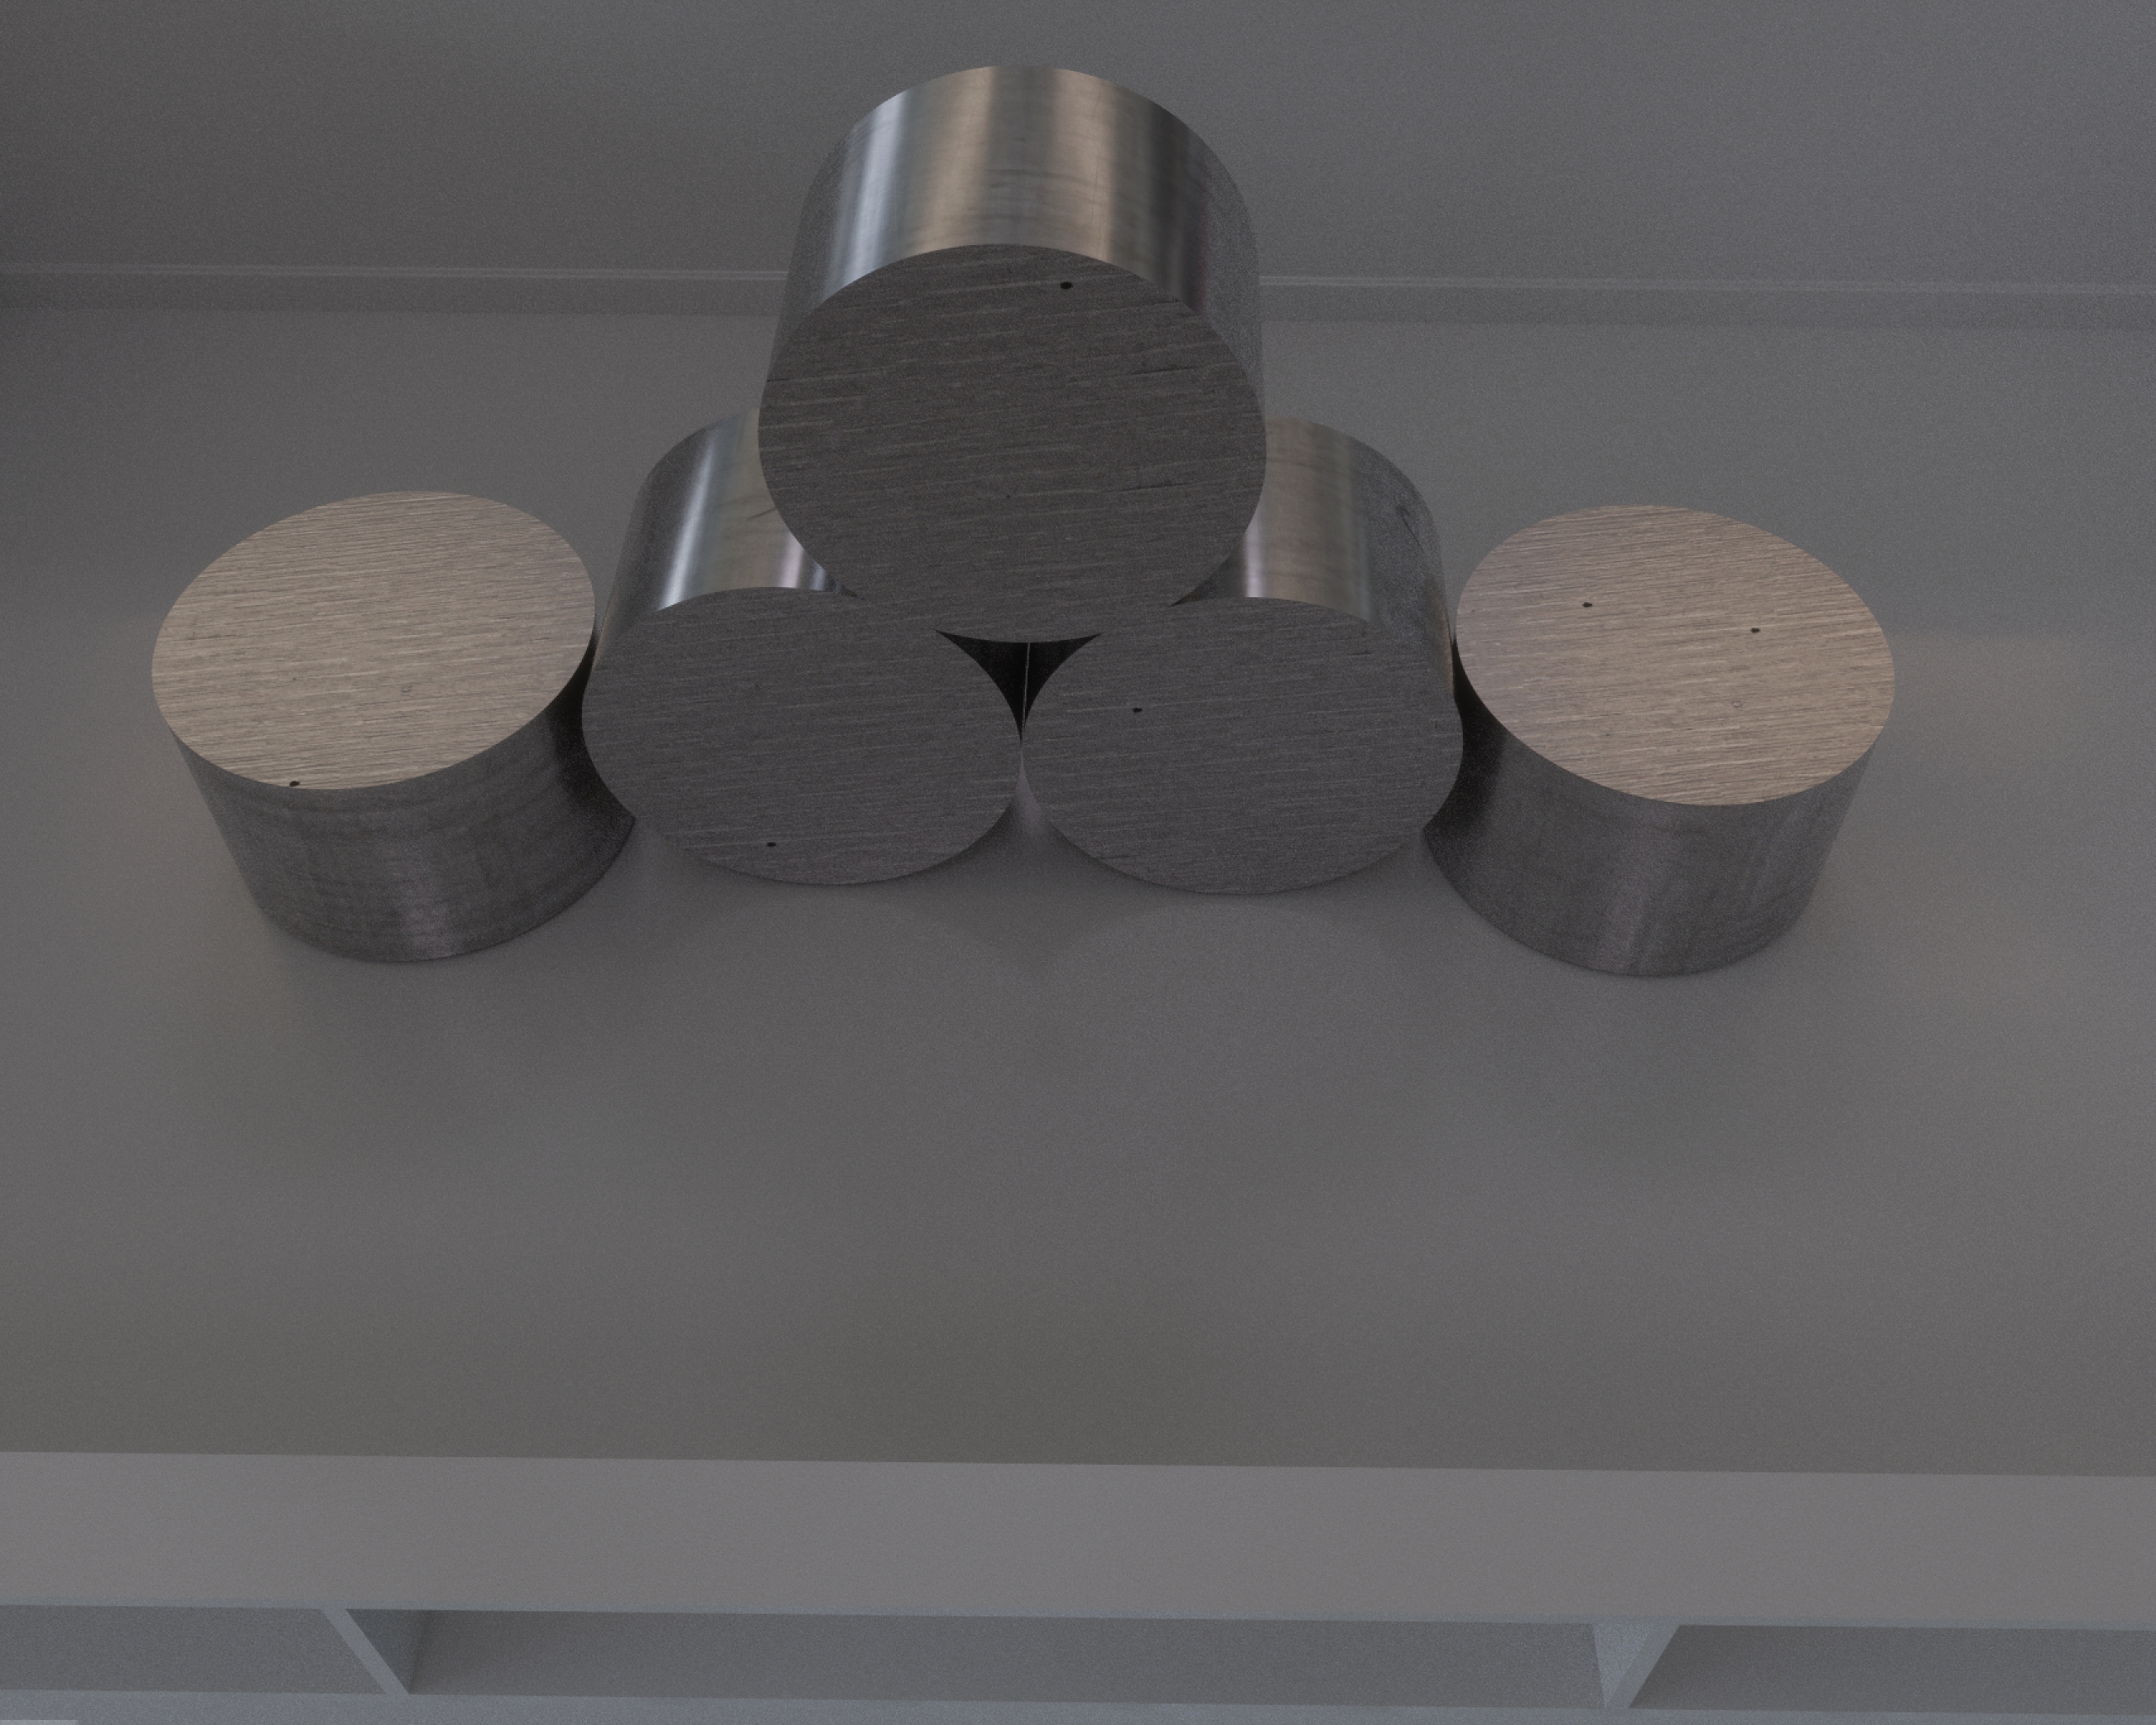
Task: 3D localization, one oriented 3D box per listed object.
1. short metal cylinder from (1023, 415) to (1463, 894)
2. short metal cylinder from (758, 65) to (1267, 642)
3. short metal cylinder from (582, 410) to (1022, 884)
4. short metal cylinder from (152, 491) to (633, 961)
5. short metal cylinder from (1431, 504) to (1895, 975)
[{"bbox_3d":[0.031,-0.038,0.399,0.080,0.080,0.050,1,50,1],"label":"short metal cylinder"},{"bbox_3d":[-0.010,-0.083,0.347,0.080,0.080,0.050,1,50,1],"label":"short metal cylinder"},{"bbox_3d":[-0.050,-0.040,0.400,0.080,0.080,0.050,1,50,1],"label":"short metal cylinder"},{"bbox_3d":[-0.131,-0.027,0.409,0.080,0.050,0.080,0,50,0],"label":"short metal cylinder"},{"bbox_3d":[0.111,-0.025,0.408,0.080,0.050,0.080,0,50,0],"label":"short metal cylinder"}]
